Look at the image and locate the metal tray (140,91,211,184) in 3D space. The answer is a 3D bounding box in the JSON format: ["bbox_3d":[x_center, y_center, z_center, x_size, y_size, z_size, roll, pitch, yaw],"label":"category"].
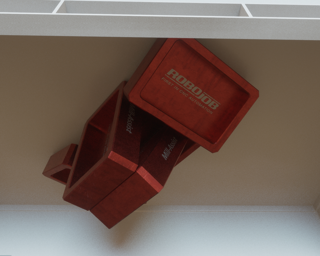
[{"bbox_3d":[-0.006,0.016,0.417,0.090,0.030,0.129,32,123,-25],"label":"metal tray"}]

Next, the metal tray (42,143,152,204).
[{"bbox_3d":[-0.089,0.073,0.442,0.130,0.030,0.090,32,147,-25],"label":"metal tray"}]

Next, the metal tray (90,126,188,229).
[{"bbox_3d":[-0.018,0.048,0.363,0.030,0.131,0.090,45,119,-5],"label":"metal tray"}]

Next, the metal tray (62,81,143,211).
[{"bbox_3d":[-0.060,0.015,0.349,0.030,0.130,0.090,33,123,-24],"label":"metal tray"}]

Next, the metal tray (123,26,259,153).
[{"bbox_3d":[0.037,-0.040,0.348,0.131,0.030,0.090,32,98,-24],"label":"metal tray"}]
